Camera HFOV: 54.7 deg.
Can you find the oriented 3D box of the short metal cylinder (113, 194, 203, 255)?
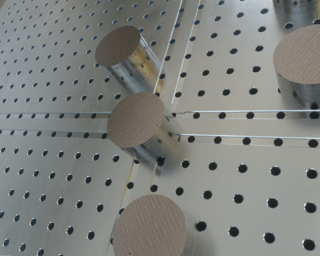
[{"bbox_3d":[-0.001,0.115,0.322,0.080,0.050,0.080,-13,56,21],"label":"short metal cylinder"}]

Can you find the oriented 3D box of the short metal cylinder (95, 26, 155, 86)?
[{"bbox_3d":[-0.055,-0.114,0.491,0.080,0.050,0.080,-13,56,21],"label":"short metal cylinder"}]

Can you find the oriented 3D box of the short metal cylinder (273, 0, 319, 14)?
[{"bbox_3d":[0.190,-0.202,0.417,0.080,0.050,0.080,-13,56,21],"label":"short metal cylinder"}]

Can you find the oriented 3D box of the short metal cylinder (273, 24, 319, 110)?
[{"bbox_3d":[0.171,-0.067,0.343,0.080,0.050,0.080,-13,56,21],"label":"short metal cylinder"}]

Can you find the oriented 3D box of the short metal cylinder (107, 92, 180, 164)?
[{"bbox_3d":[-0.021,0.000,0.403,0.080,0.050,0.080,-13,56,21],"label":"short metal cylinder"}]
